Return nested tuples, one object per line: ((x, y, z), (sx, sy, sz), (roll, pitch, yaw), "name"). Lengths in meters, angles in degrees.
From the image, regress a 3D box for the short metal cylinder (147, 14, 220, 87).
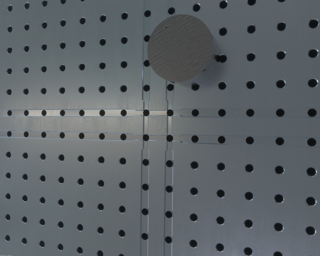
((0.031, -0.094, 0.388), (0.080, 0.050, 0.079), (0, 90, 20), "short metal cylinder")
